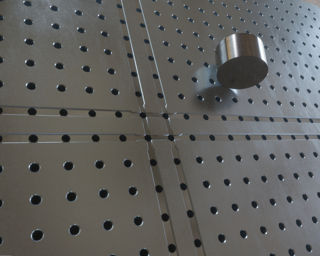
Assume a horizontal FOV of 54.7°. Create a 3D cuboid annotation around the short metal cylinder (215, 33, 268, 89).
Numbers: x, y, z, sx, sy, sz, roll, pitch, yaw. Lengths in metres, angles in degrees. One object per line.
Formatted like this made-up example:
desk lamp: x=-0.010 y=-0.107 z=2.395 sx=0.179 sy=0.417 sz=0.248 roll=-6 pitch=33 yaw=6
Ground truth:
short metal cylinder: x=0.133 y=-0.108 z=0.510 sx=0.081 sy=0.080 sz=0.050 roll=15 pitch=56 yaw=-20
